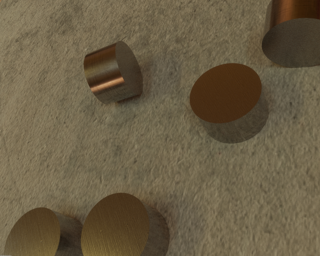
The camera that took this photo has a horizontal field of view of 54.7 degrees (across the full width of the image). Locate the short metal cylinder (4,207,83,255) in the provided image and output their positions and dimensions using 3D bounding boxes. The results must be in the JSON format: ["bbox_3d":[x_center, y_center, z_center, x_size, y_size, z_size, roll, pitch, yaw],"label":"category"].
[{"bbox_3d":[-0.136,0.141,0.370,0.080,0.050,0.080,-13,56,20],"label":"short metal cylinder"}]

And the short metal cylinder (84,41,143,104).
[{"bbox_3d":[-0.065,-0.079,0.450,0.050,0.080,0.080,-16,55,19],"label":"short metal cylinder"}]

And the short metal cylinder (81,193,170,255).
[{"bbox_3d":[-0.037,0.116,0.334,0.080,0.050,0.080,-13,56,20],"label":"short metal cylinder"}]

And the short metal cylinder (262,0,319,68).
[{"bbox_3d":[0.161,-0.114,0.354,0.080,0.080,0.050,1,63,28],"label":"short metal cylinder"}]

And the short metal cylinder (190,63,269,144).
[{"bbox_3d":[0.081,-0.028,0.362,0.080,0.050,0.080,-13,56,20],"label":"short metal cylinder"}]
